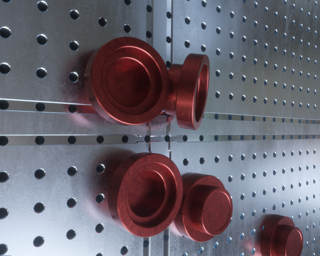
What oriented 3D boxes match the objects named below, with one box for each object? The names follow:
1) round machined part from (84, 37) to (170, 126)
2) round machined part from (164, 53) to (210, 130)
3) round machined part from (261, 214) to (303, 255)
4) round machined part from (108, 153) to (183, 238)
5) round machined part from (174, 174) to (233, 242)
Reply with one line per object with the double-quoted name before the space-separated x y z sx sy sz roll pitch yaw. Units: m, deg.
"round machined part" -0.040 -0.051 0.358 0.099 0.042 0.098 2 86 -33
"round machined part" 0.034 -0.048 0.406 0.098 0.042 0.098 9 91 -73
"round machined part" 0.240 0.221 0.598 0.099 0.042 0.097 0 90 -40
"round machined part" -0.022 0.079 0.379 0.099 0.042 0.097 0 90 -40
"round machined part" 0.069 0.118 0.455 0.099 0.042 0.097 0 90 -40
